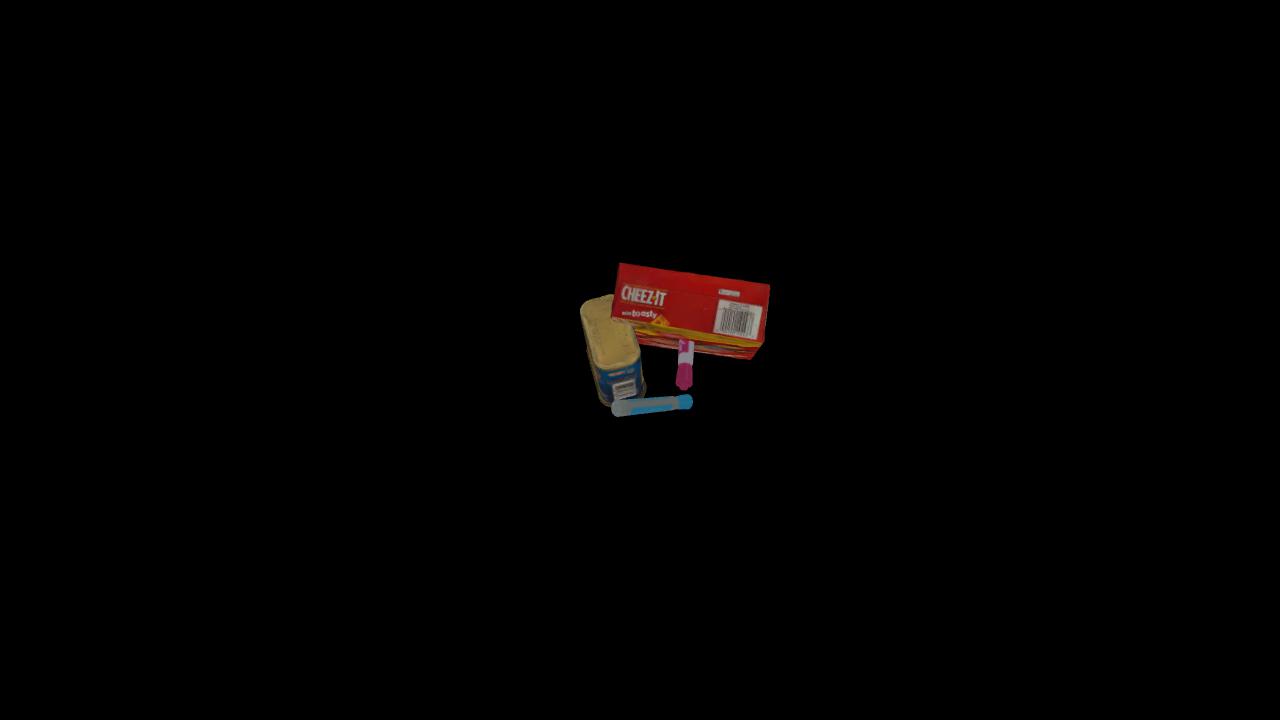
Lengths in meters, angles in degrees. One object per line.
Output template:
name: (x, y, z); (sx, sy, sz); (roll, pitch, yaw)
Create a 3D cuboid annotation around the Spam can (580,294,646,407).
Spam can: (-0.031, -0.011, 0.700); (0.058, 0.101, 0.085); (-15, -30, -6)

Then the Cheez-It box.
Cheez-It box: (0.066, -0.051, 0.748); (0.166, 0.071, 0.223); (10, -4, 8)

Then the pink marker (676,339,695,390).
pink marker: (0.053, -0.020, 0.697); (0.020, 0.121, 0.020); (5, -31, 3)

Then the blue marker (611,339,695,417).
blue marker: (0.018, 0.052, 0.718); (0.121, 0.020, 0.020); (-1, 1, -42)
